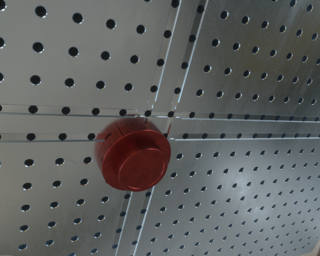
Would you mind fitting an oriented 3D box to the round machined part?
[{"bbox_3d":[-0.029,0.045,0.412,0.099,0.042,0.097,-14,124,-21],"label":"round machined part"}]
